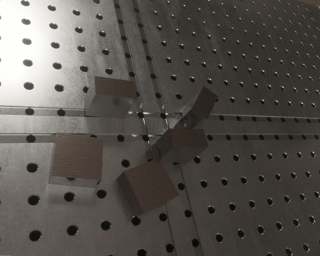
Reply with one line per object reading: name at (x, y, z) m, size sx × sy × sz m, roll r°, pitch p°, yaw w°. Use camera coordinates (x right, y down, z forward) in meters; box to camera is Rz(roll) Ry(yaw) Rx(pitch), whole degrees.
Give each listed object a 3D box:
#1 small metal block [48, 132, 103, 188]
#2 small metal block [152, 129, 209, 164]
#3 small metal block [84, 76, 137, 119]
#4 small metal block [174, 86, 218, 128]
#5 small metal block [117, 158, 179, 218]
small metal block at (-0.091, 0.036, 0.338) m, size 0.050 × 0.025 × 0.050 m, roll 10°, pitch 57°, yaw -23°
small metal block at (0.025, 0.024, 0.393) m, size 0.050 × 0.050 × 0.025 m, roll 1°, pitch 62°, yaw -28°
small metal block at (-0.062, -0.036, 0.382) m, size 0.050 × 0.050 × 0.025 m, roll 4°, pitch 60°, yaw -27°
small metal block at (0.051, -0.023, 0.435) m, size 0.025 × 0.050 × 0.050 m, roll 35°, pitch 51°, yaw -6°
small metal block at (-0.014, 0.069, 0.360) m, size 0.050 × 0.025 × 0.050 m, roll -18°, pitch 71°, yaw -35°
